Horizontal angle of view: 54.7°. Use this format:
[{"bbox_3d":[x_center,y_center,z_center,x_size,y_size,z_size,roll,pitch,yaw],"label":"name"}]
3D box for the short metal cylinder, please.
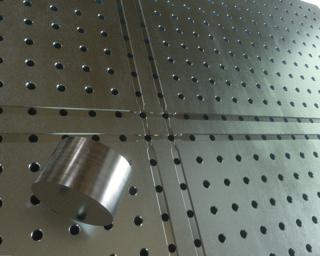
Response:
[{"bbox_3d":[-0.074,0.053,0.301,0.080,0.080,0.050,29,52,-10],"label":"short metal cylinder"}]
